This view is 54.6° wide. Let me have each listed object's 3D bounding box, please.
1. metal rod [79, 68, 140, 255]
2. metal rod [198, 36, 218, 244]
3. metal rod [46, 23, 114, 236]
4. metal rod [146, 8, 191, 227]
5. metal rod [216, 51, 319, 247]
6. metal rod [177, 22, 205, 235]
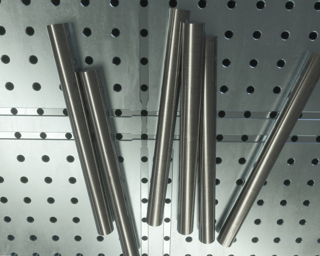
[{"bbox_3d":[-0.066,0.066,0.437,0.025,0.025,0.298,-8,110,3],"label":"metal rod"},{"bbox_3d":[0.064,0.030,0.424,0.025,0.025,0.298,-3,110,1],"label":"metal rod"},{"bbox_3d":[-0.102,0.016,0.418,0.025,0.025,0.298,-7,110,3],"label":"metal rod"},{"bbox_3d":[0.007,0.001,0.413,0.025,0.025,0.298,6,110,-2],"label":"metal rod"},{"bbox_3d":[0.148,0.042,0.429,0.025,0.025,0.298,18,109,-7],"label":"metal rod"},{"bbox_3d":[0.038,0.018,0.409,0.025,0.025,0.298,0,114,0],"label":"metal rod"}]
